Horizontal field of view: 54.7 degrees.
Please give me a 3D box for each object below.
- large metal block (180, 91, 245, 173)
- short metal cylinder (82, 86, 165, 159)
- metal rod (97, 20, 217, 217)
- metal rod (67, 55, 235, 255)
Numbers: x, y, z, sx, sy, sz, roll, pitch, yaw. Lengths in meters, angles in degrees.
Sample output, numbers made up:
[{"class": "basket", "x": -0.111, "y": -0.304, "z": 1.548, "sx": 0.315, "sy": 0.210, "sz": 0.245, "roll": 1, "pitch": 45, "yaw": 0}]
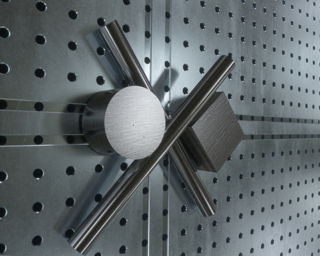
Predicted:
[{"class": "large metal block", "x": 0.067, "y": 0.005, "z": 0.443, "sx": 0.080, "sy": 0.050, "sz": 0.080, "roll": -46, "pitch": 118, "yaw": -30}, {"class": "short metal cylinder", "x": -0.041, "y": -0.006, "z": 0.354, "sx": 0.081, "sy": 0.050, "sz": 0.079, "roll": 0, "pitch": 90, "yaw": -40}, {"class": "metal rod", "x": 0.007, "y": 0.003, "z": 0.409, "sx": 0.025, "sy": 0.025, "sz": 0.299, "roll": -43, "pitch": 116, "yaw": -31}, {"class": "metal rod", "x": 0.002, "y": 0.019, "z": 0.379, "sx": 0.301, "sy": 0.025, "sz": 0.025, "roll": -50, "pitch": 120, "yaw": -18}]
